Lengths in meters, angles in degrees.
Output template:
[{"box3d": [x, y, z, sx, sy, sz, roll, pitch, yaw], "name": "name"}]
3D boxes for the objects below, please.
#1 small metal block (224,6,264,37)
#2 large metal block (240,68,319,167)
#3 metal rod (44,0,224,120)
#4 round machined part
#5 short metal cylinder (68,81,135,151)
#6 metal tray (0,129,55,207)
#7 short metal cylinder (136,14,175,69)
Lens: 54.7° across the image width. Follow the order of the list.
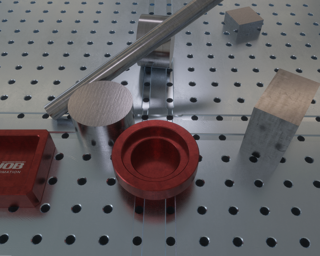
[{"box3d": [0.154, -0.198, 0.575, 0.050, 0.025, 0.050, -16, 52, -13], "name": "small metal block"}, {"box3d": [0.147, -0.013, 0.384, 0.050, 0.080, 0.080, 27, 55, 21], "name": "large metal block"}, {"box3d": [-0.029, -0.109, 0.430, 0.301, 0.025, 0.025, -36, 56, -1], "name": "metal rod"}, {"box3d": [-0.005, 0.040, 0.363, 0.099, 0.042, 0.098, 0, 50, 0], "name": "round machined part"}, {"box3d": [-0.074, -0.016, 0.405, 0.081, 0.050, 0.080, 0, 50, 0], "name": "short metal cylinder"}, {"box3d": [-0.201, 0.045, 0.364, 0.131, 0.030, 0.090, 0, 50, 0], "name": "metal tray"}, {"box3d": [-0.005, -0.135, 0.485, 0.050, 0.080, 0.080, 6, 50, 5], "name": "short metal cylinder"}]
